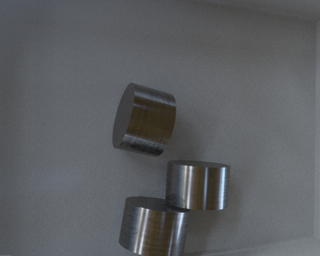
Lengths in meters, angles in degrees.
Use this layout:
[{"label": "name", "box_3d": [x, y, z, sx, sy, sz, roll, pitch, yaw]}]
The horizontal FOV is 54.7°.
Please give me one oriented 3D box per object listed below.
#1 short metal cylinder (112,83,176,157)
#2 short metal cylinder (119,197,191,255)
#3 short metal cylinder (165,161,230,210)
[{"label": "short metal cylinder", "box_3d": [-0.021, -0.009, 0.373, 0.050, 0.080, 0.080, 14, 85, -20]}, {"label": "short metal cylinder", "box_3d": [-0.006, 0.118, 0.379, 0.081, 0.080, 0.050, 10, 87, -20]}, {"label": "short metal cylinder", "box_3d": [0.048, 0.071, 0.399, 0.081, 0.080, 0.050, 4, 89, -20]}]
